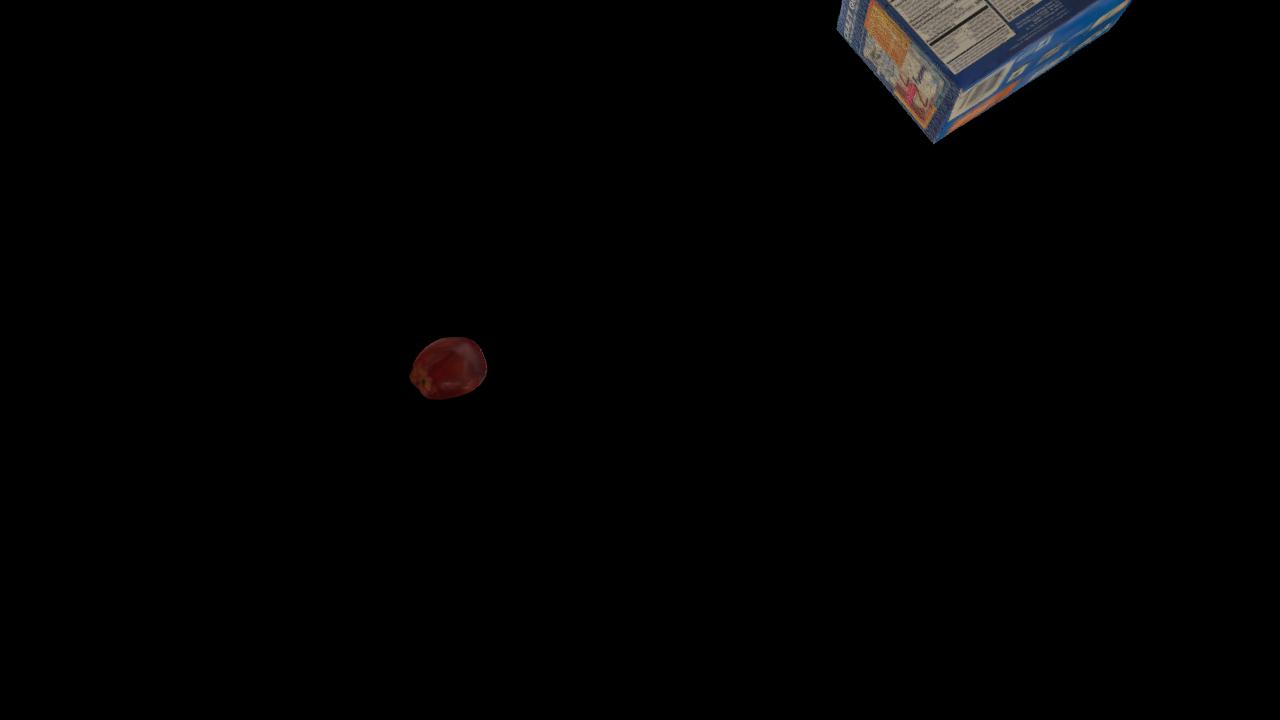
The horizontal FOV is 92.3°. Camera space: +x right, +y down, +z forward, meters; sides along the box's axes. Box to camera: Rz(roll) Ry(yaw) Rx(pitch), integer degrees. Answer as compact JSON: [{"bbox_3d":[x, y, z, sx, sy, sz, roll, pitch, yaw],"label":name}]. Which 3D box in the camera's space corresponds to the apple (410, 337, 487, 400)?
[{"bbox_3d":[-0.234,0.011,0.760,0.079,0.079,0.093,0,16,29],"label":"apple"}]

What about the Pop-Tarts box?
[{"bbox_3d":[0.269,-0.285,0.485,0.167,0.141,0.083,-33,-13,3],"label":"Pop-Tarts box"}]
